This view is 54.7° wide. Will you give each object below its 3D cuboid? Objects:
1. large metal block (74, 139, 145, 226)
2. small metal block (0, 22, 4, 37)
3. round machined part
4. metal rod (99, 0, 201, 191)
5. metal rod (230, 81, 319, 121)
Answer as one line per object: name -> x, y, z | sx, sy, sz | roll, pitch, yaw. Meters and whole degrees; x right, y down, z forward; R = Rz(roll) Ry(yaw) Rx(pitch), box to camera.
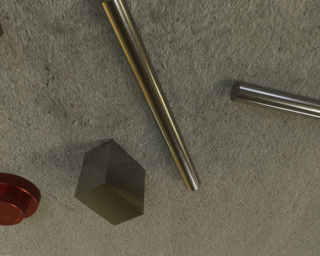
large metal block -> -0.066, 0.076, 0.435 | 0.050, 0.080, 0.080 | -27, 125, 21
small metal block -> -0.193, -0.113, 0.308 | 0.050, 0.025, 0.050 | 1, 130, -1
round machined part -> -0.247, 0.120, 0.494 | 0.099, 0.042, 0.097 | -1, 130, 0
metal rod -> 0.002, -0.019, 0.390 | 0.025, 0.025, 0.299 | -15, 129, 12
metal rod -> 0.235, -0.015, 0.397 | 0.302, 0.025, 0.025 | 11, 129, -10
